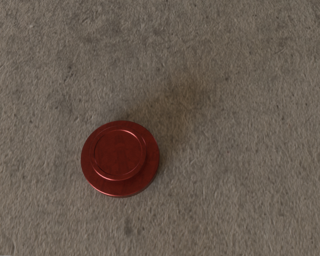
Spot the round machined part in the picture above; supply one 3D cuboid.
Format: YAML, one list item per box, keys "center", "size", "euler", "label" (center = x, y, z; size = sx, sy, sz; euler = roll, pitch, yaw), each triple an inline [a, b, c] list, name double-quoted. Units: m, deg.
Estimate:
- center: [-0.049, 0.035, 0.386]
  size: [0.099, 0.042, 0.098]
  euler: [0, 70, -1]
  label: "round machined part"
